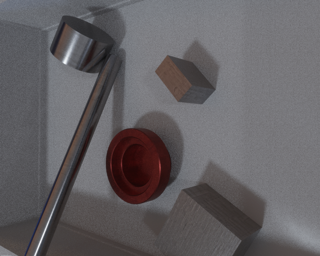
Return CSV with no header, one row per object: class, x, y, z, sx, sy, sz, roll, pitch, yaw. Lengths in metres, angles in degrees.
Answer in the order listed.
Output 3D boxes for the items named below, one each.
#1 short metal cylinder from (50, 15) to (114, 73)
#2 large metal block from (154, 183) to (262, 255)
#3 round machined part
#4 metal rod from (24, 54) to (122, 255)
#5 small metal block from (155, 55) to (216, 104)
short metal cylinder,-0.116,-0.125,0.464,0.080,0.081,0.050,46,117,30
large metal block,0.051,0.121,0.347,0.080,0.050,0.079,37,112,33
round machined part,-0.024,0.049,0.414,0.098,0.042,0.097,0,90,39
metal rod,-0.115,0.033,0.426,0.025,0.025,0.299,7,71,39
small metal block,0.030,-0.056,0.364,0.025,0.050,0.050,-49,61,29
